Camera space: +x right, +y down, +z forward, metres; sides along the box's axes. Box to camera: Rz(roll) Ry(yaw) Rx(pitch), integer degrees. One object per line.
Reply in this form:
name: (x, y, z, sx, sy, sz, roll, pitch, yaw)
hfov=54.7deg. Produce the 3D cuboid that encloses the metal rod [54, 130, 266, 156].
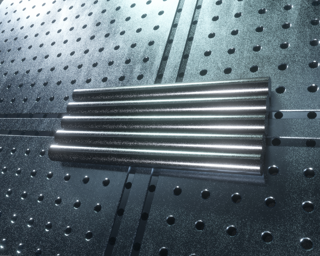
metal rod: (-0.020, 0.017, 0.407, 0.300, 0.025, 0.025, 1, 62, 28)

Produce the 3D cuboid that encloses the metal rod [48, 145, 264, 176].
metal rod: (-0.025, 0.038, 0.397, 0.300, 0.025, 0.025, 0, 62, 27)

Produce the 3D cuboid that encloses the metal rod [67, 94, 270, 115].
metal rod: (-0.008, -0.028, 0.428, 0.300, 0.025, 0.025, 1, 62, 28)

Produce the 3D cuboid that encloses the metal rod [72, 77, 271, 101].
metal rod: (-0.002, -0.050, 0.439, 0.300, 0.025, 0.025, 1, 62, 28)

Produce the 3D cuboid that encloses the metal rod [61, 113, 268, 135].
metal rod: (-0.014, -0.005, 0.417, 0.300, 0.025, 0.025, 1, 62, 28)
